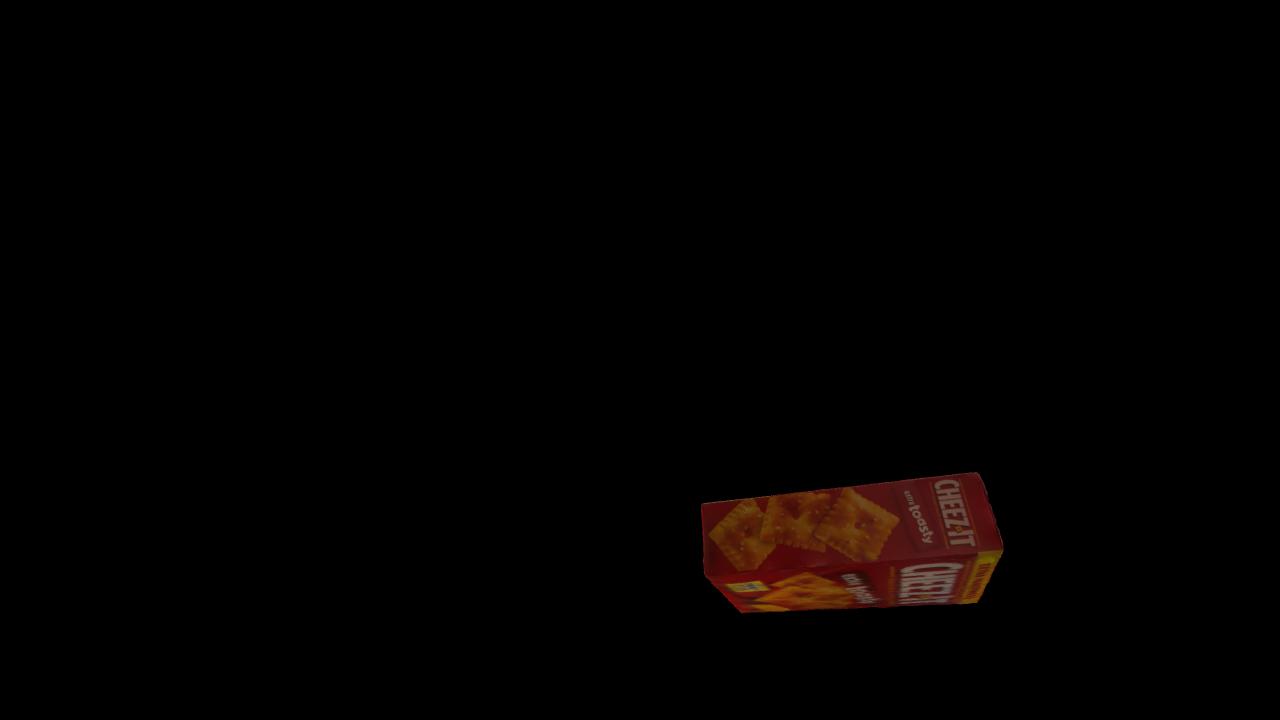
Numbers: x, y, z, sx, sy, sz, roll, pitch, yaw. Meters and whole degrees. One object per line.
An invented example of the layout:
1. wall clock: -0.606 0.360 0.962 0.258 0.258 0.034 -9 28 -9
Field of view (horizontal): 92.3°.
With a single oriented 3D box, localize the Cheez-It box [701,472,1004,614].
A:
1. Cheez-It box: 0.180 0.171 0.541 0.223 0.071 0.166 -10 -34 15
